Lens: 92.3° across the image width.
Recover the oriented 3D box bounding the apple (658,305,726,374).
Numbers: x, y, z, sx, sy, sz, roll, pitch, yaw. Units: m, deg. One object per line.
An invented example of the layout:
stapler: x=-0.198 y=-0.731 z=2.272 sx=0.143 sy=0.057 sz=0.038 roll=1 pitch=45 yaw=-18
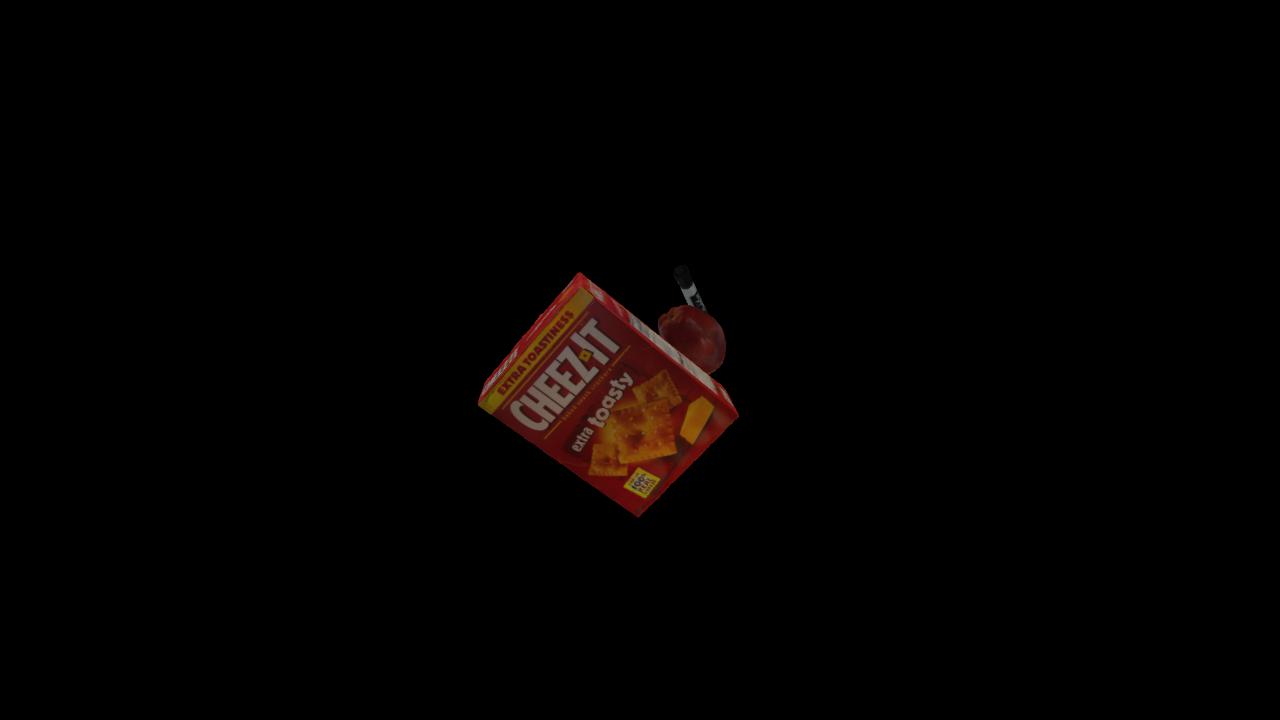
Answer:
apple: x=0.063 y=-0.022 z=0.746 sx=0.079 sy=0.093 sz=0.079 roll=-28 pitch=27 yaw=16

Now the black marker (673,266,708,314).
black marker: x=0.066 y=-0.071 z=0.747 sx=0.020 sy=0.020 sz=0.121 roll=0 pitch=-34 yaw=25

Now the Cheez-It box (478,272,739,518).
Cheez-It box: x=-0.031 y=0.041 z=0.655 sx=0.223 sy=0.166 sz=0.071 roll=39 pitch=13 yaw=-18
